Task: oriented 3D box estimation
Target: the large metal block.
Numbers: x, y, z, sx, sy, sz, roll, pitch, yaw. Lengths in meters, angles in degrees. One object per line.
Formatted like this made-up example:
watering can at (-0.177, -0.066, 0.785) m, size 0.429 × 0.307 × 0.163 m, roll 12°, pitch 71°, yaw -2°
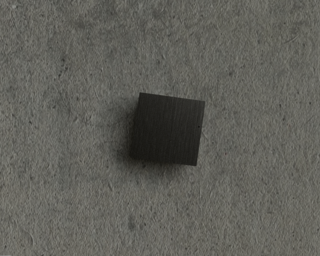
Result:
large metal block at (0.010, 0.001, 0.399) m, size 0.081 × 0.050 × 0.080 m, roll 8°, pitch 90°, yaw -1°
